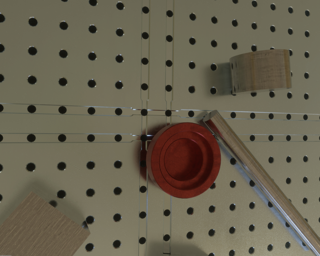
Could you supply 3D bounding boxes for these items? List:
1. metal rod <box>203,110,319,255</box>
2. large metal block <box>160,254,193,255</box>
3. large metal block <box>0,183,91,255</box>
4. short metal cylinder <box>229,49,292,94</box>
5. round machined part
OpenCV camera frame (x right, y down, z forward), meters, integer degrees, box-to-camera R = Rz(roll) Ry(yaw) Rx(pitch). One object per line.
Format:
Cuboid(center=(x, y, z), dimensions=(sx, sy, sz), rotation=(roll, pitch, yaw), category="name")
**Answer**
Cuboid(center=(0.167, 0.092, 0.474), dimensions=(0.025, 0.025, 0.300), rotation=(-45, 104, -14), category="metal rod")
Cuboid(center=(0.038, 0.220, 0.414), dimensions=(0.081, 0.050, 0.080), rotation=(13, 86, -20), category="large metal block")
Cuboid(center=(-0.139, 0.122, 0.348), dimensions=(0.080, 0.050, 0.080), rotation=(43, 77, -15), category="large metal block")
Cuboid(center=(0.140, -0.077, 0.435), dimensions=(0.081, 0.080, 0.050), rotation=(-6, 92, -20), category="short metal cylinder")
Cuboid(center=(0.028, 0.041, 0.414), dimensions=(0.099, 0.042, 0.097), rotation=(0, 90, -20), category="round machined part")
